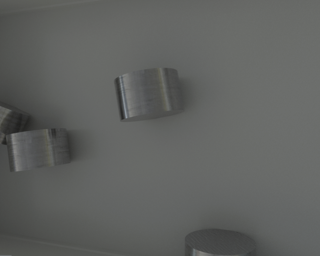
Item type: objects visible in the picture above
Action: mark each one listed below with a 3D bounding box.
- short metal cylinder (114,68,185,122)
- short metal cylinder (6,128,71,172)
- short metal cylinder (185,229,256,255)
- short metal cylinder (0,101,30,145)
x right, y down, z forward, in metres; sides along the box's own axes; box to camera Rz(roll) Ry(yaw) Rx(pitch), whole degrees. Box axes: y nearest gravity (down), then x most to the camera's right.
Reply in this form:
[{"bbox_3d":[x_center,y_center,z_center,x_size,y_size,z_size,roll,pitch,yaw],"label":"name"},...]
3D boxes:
[{"bbox_3d":[-0.013,-0.039,0.385,0.080,0.080,0.050,-10,87,19],"label":"short metal cylinder"},{"bbox_3d":[-0.172,0.031,0.440,0.080,0.080,0.050,-9,87,19],"label":"short metal cylinder"},{"bbox_3d":[0.069,0.155,0.357,0.080,0.080,0.050,1,91,19],"label":"short metal cylinder"},{"bbox_3d":[-0.245,-0.012,0.462,0.080,0.080,0.050,23,87,18],"label":"short metal cylinder"}]
